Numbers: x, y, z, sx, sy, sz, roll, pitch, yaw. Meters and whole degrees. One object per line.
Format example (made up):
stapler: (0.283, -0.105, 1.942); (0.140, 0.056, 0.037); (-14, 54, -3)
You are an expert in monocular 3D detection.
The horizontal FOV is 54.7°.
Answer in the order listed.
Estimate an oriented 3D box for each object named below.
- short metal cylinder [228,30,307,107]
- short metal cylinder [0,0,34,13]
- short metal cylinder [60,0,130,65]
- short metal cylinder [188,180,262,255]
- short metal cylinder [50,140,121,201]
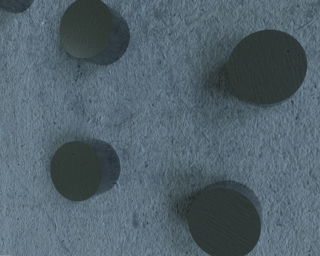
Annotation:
short metal cylinder: (0.121, -0.065, 0.353); (0.080, 0.050, 0.080); (0, 90, 20)
short metal cylinder: (-0.240, -0.227, 0.480); (0.080, 0.050, 0.080); (0, 90, 20)
short metal cylinder: (-0.089, -0.131, 0.427); (0.080, 0.050, 0.080); (0, 90, 20)
short metal cylinder: (0.079, 0.106, 0.368); (0.080, 0.050, 0.080); (0, 90, 20)
short metal cylinder: (-0.103, 0.057, 0.432); (0.080, 0.050, 0.080); (0, 90, 20)
